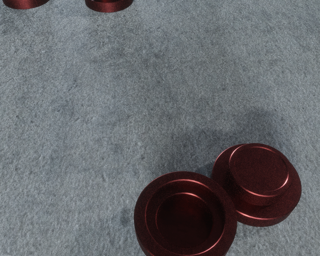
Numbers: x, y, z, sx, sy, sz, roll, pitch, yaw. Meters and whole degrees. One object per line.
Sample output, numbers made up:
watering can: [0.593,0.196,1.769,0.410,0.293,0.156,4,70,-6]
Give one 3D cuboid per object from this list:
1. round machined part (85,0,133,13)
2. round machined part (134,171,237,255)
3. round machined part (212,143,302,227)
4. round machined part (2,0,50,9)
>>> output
round machined part: [-0.105,-0.277,0.624,0.099,0.042,0.098,0,50,0]
round machined part: [0.024,0.096,0.312,0.099,0.042,0.098,0,50,0]
round machined part: [0.108,0.056,0.347,0.099,0.042,0.098,0,50,0]
round machined part: [-0.275,-0.285,0.628,0.099,0.042,0.098,0,50,0]
